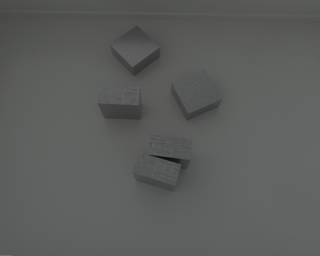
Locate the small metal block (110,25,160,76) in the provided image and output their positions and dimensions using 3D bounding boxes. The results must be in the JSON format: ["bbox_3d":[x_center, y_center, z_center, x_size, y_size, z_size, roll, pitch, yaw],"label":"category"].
[{"bbox_3d":[-0.036,-0.112,0.450,0.050,0.025,0.050,-40,75,-13],"label":"small metal block"}]

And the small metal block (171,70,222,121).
[{"bbox_3d":[0.049,-0.045,0.427,0.050,0.025,0.050,-23,72,-9],"label":"small metal block"}]

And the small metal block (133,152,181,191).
[{"bbox_3d":[-0.003,0.055,0.376,0.050,0.050,0.025,16,71,5],"label":"small metal block"}]

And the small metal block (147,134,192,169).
[{"bbox_3d":[0.012,0.031,0.385,0.050,0.050,0.025,7,70,2],"label":"small metal block"}]

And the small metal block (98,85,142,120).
[{"bbox_3d":[-0.051,-0.032,0.408,0.050,0.050,0.025,3,70,0],"label":"small metal block"}]
